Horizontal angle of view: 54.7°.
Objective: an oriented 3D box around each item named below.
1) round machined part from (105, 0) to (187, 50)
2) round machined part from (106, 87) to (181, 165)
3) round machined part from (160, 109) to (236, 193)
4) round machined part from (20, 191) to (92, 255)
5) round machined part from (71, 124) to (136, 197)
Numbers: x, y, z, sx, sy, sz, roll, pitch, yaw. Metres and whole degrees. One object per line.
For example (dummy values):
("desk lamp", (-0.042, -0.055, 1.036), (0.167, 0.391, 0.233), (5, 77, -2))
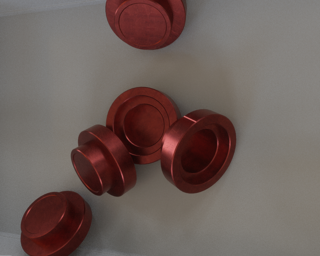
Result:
("round machined part", (-0.018, -0.135, 0.376), (0.098, 0.098, 0.042), (-8, 47, 19))
("round machined part", (-0.018, -0.003, 0.407), (0.098, 0.042, 0.097), (0, 90, 19))
("round machined part", (0.040, 0.024, 0.365), (0.042, 0.099, 0.097), (30, 101, 48))
("round machined part", (-0.147, 0.127, 0.423), (0.098, 0.042, 0.098), (-15, 41, 14))
("round machined part", (-0.079, 0.048, 0.401), (0.098, 0.042, 0.097), (30, 136, 34))
